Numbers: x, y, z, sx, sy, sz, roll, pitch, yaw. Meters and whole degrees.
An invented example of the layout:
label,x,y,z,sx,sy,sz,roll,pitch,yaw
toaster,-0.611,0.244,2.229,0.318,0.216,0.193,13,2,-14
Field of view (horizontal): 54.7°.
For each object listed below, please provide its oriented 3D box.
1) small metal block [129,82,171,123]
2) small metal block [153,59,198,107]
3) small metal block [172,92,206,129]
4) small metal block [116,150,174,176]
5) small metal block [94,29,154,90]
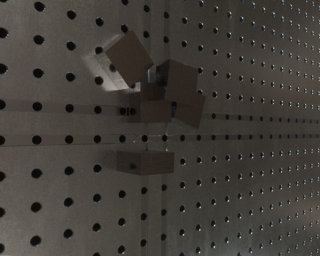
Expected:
label,x,y,z,sx,sy,sz,roll,pitch,yaw
small metal block,-0.012,-0.031,0.401,0.050,0.025,0.050,-1,91,-40
small metal block,0.020,-0.055,0.396,0.050,0.025,0.050,10,83,-40
small metal block,0.035,-0.029,0.441,0.050,0.025,0.050,23,75,-38
small metal block,-0.018,0.041,0.380,0.050,0.050,0.025,2,89,-40
small metal block,-0.042,-0.082,0.375,0.050,0.025,0.050,-50,120,-29
